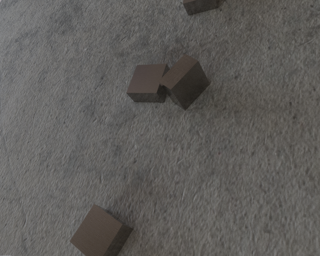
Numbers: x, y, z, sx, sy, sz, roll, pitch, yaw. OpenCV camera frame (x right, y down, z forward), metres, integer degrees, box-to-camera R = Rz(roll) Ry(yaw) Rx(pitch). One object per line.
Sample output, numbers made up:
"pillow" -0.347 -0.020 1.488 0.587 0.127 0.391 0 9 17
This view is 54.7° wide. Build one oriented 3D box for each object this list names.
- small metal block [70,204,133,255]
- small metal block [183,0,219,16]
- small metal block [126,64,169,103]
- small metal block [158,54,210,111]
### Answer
"small metal block" -0.068 0.125 0.361 0.050 0.025 0.050 23 74 36
"small metal block" 0.067 -0.214 0.499 0.050 0.025 0.050 -5 59 25
"small metal block" -0.014 -0.065 0.450 0.050 0.025 0.050 4 63 29
"small metal block" 0.033 -0.059 0.406 0.050 0.050 0.025 -47 52 -5
